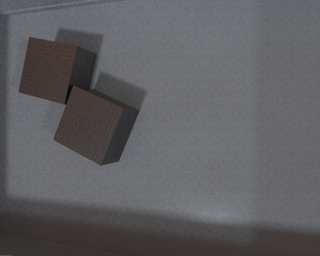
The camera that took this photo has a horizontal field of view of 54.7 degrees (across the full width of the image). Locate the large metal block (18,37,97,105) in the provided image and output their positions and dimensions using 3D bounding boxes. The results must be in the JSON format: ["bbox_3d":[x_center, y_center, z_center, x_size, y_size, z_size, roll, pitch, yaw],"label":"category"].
[{"bbox_3d":[-0.147,-0.080,0.447,0.080,0.050,0.079,15,95,19],"label":"large metal block"}]

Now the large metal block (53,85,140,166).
[{"bbox_3d":[-0.087,-0.004,0.427,0.080,0.050,0.080,25,98,18],"label":"large metal block"}]
